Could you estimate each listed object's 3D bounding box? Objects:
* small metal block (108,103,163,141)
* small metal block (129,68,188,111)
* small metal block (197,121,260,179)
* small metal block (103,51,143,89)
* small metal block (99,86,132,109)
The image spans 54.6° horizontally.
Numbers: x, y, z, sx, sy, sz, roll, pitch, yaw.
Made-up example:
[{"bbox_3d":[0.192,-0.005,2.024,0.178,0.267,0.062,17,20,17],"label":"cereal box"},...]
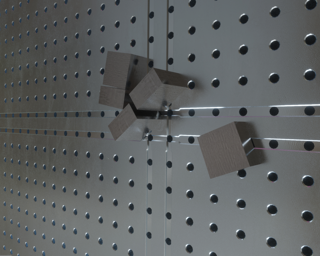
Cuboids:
[{"bbox_3d":[-0.033,-0.007,0.422,0.050,0.050,0.025,-43,64,32],"label":"small metal block"},{"bbox_3d":[-0.002,-0.047,0.396,0.050,0.050,0.025,-43,64,32],"label":"small metal block"},{"bbox_3d":[0.076,0.025,0.348,0.050,0.025,0.050,-26,74,37],"label":"small metal block"},{"bbox_3d":[-0.055,-0.084,0.456,0.050,0.025,0.050,17,101,39],"label":"small metal block"},{"bbox_3d":[-0.049,-0.042,0.435,0.050,0.050,0.025,15,100,39],"label":"small metal block"}]
